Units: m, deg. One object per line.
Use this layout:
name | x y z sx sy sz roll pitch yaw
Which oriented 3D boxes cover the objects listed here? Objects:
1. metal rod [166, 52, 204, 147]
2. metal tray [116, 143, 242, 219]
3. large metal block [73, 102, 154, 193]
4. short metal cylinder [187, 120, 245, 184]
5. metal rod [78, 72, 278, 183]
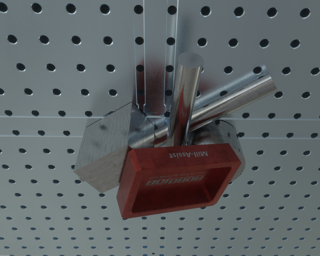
metal rod | 0.019 0.031 0.409 0.025 0.025 0.298 3 140 -3
metal tray | 0.021 0.062 0.369 0.131 0.030 0.089 -2 133 -24
large metal block | -0.055 0.025 0.395 0.080 0.080 0.050 -27 125 21
short metal cylinder | 0.071 0.035 0.425 0.081 0.050 0.079 0 130 0
metal rod | 0.009 0.008 0.419 0.300 0.025 0.025 -27 126 20
